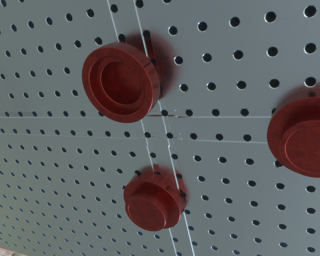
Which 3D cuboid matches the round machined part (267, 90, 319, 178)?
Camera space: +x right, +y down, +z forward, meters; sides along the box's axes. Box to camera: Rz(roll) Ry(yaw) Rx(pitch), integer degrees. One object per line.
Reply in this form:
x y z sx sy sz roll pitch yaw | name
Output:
0.163 0.013 0.322 0.098 0.042 0.097 13 124 20 | round machined part

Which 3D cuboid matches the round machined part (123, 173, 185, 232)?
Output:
-0.014 0.121 0.481 0.098 0.042 0.097 13 124 20 | round machined part

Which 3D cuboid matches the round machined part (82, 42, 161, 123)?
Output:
-0.044 -0.058 0.386 0.098 0.042 0.097 13 124 20 | round machined part
